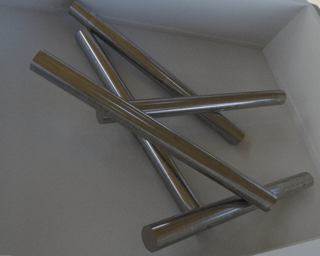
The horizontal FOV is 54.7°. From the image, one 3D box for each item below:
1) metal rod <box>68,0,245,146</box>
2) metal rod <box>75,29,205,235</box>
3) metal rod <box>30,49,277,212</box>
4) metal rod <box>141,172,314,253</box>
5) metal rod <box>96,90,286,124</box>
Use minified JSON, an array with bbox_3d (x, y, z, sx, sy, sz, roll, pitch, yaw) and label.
[{"bbox_3d":[0.000,-0.075,0.442,0.301,0.025,0.025,38,51,-6],"label":"metal rod"},{"bbox_3d":[-0.027,-0.005,0.393,0.025,0.025,0.299,-23,74,-36],"label":"metal rod"},{"bbox_3d":[0.002,0.009,0.338,0.301,0.025,0.025,32,52,-10],"label":"metal rod"},{"bbox_3d":[0.108,0.092,0.383,0.302,0.025,0.025,-6,65,-39],"label":"metal rod"},{"bbox_3d":[0.062,-0.033,0.422,0.303,0.025,0.025,-7,66,-30],"label":"metal rod"}]
